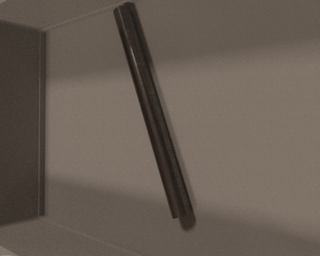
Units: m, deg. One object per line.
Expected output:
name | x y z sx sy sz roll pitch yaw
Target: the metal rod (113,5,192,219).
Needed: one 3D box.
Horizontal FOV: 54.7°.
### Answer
metal rod | -0.014 -0.031 0.416 0.025 0.025 0.299 -27 74 36
